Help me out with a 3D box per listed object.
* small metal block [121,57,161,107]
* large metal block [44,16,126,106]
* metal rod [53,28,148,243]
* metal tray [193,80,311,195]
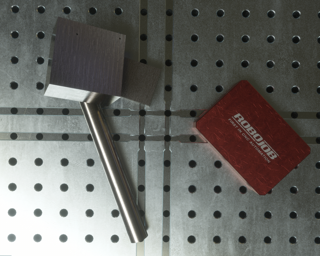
[{"bbox_3d":[-0.030,-0.060,0.413,0.050,0.025,0.050,19,90,-1],"label":"small metal block"},{"bbox_3d":[-0.091,-0.077,0.378,0.081,0.050,0.080,8,77,-26],"label":"large metal block"},{"bbox_3d":[-0.079,0.007,0.412,0.025,0.025,0.299,-20,90,0],"label":"metal rod"},{"bbox_3d":[0.120,0.012,0.413,0.090,0.030,0.130,-43,91,0],"label":"metal tray"}]
